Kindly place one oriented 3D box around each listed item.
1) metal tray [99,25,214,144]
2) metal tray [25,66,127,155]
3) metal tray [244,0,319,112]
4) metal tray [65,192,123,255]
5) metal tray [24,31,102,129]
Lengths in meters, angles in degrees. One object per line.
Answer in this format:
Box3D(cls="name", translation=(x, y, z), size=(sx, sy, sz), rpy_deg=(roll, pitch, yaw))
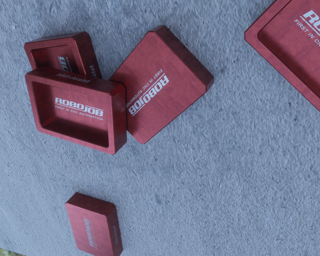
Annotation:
Box3D(cls="metal tray", translation=(-0.010, -0.047, 0.380), size=(0.090, 0.030, 0.129), rpy_deg=(46, 129, -4))
Box3D(cls="metal tray", translation=(-0.108, -0.024, 0.406), size=(0.130, 0.030, 0.089), rpy_deg=(15, 125, 19))
Box3D(cls="metal tray", translation=(0.154, -0.073, 0.276), size=(0.130, 0.030, 0.090), rpy_deg=(43, 129, -2))
Box3D(cls="metal tray", translation=(-0.122, 0.189, 0.585), size=(0.090, 0.030, 0.129), rpy_deg=(11, 123, 22))
Box3D(cls="metal tray", translation=(-0.124, -0.061, 0.430), size=(0.090, 0.030, 0.129), rpy_deg=(2, 119, 27))
